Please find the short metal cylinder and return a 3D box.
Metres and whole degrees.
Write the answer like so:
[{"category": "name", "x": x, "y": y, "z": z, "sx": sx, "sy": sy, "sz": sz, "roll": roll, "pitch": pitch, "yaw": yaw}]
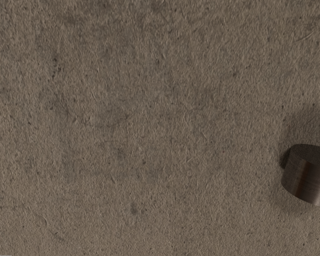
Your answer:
[{"category": "short metal cylinder", "x": 0.207, "y": 0.060, "z": 0.406, "sx": 0.081, "sy": 0.080, "sz": 0.050, "roll": 8, "pitch": 110, "yaw": -4}]
